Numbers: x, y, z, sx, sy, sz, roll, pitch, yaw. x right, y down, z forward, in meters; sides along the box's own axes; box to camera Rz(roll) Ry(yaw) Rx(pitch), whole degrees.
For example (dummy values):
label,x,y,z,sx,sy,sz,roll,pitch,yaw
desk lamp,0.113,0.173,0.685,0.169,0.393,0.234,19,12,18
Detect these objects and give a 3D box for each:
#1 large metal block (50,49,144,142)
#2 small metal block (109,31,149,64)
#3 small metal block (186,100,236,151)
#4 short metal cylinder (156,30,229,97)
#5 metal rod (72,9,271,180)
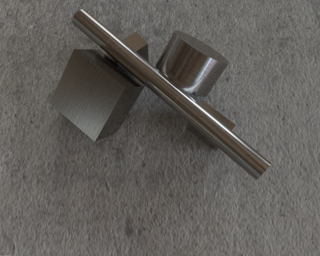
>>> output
label,x,y,z,sx,sy,sz,roll,pitch,yaw
large metal block,-0.080,-0.043,0.392,0.080,0.050,0.080,39,115,12
small metal block,-0.044,-0.098,0.432,0.050,0.050,0.025,-37,75,-13
small metal block,0.063,-0.002,0.394,0.050,0.050,0.025,39,75,12
short metal cylinder,0.042,-0.084,0.405,0.080,0.080,0.050,37,115,12
metal rod,0.004,-0.049,0.374,0.300,0.025,0.025,41,75,13
